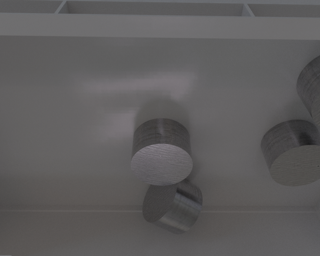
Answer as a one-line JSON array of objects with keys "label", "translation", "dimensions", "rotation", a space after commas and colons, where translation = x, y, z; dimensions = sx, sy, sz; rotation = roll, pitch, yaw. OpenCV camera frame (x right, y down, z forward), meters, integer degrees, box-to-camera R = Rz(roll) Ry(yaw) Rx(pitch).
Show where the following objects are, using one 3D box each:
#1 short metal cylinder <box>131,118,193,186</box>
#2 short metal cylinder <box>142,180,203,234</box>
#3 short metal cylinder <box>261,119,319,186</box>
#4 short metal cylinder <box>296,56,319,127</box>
[{"label": "short metal cylinder", "translation": [0.002, 0.033, 0.421], "dimensions": [0.081, 0.050, 0.079], "rotation": [0, 130, 0]}, {"label": "short metal cylinder", "translation": [0.018, 0.113, 0.469], "dimensions": [0.050, 0.080, 0.080], "rotation": [33, 123, -25]}, {"label": "short metal cylinder", "translation": [0.185, 0.035, 0.424], "dimensions": [0.081, 0.050, 0.079], "rotation": [0, 130, 0]}, {"label": "short metal cylinder", "translation": [0.208, -0.043, 0.358], "dimensions": [0.081, 0.050, 0.079], "rotation": [0, 130, 0]}]
